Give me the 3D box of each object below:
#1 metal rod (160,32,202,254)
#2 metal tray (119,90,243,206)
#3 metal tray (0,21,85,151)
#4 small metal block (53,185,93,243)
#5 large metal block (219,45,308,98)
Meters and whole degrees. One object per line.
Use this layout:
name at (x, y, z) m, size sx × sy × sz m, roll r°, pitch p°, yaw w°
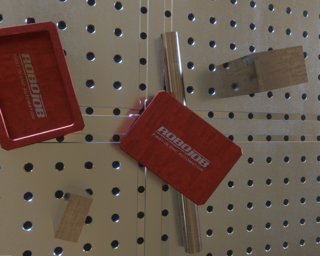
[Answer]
metal rod at (0.029, 0.021, 0.424) m, size 0.025 × 0.025 × 0.298 m, roll -8°, pitch 93°, yaw -20°
metal tray at (0.026, 0.025, 0.396) m, size 0.130 × 0.030 × 0.090 m, roll 37°, pitch 90°, yaw -4°
metal tray at (-0.149, -0.048, 0.355) m, size 0.091 × 0.030 × 0.129 m, roll -16°, pitch 96°, yaw -20°
small metal block at (-0.103, 0.099, 0.362) m, size 0.025 × 0.050 × 0.050 m, roll 22°, pitch 83°, yaw -19°
large metal block at (0.144, -0.078, 0.438) m, size 0.081 × 0.080 × 0.050 m, roll -13°, pitch 95°, yaw -20°
